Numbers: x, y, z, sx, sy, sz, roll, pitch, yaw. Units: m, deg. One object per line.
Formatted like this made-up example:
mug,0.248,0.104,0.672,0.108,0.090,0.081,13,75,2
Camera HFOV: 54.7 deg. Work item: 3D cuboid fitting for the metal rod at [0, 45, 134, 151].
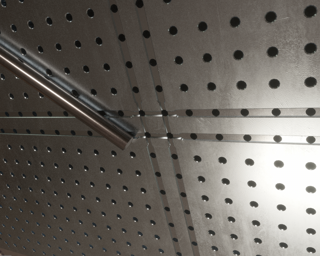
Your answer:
metal rod,-0.169,-0.062,0.459,0.301,0.025,0.025,34,129,5
